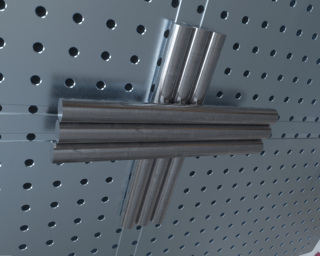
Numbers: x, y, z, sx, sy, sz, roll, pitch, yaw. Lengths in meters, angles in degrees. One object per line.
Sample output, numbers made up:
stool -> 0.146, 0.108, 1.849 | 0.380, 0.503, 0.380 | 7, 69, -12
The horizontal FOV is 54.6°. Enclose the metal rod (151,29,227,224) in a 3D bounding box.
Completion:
metal rod -> 0.031, 0.015, 0.437 | 0.025, 0.025, 0.298 | 2, 118, -29

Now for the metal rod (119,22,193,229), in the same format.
metal rod -> -0.013, 0.014, 0.412 | 0.025, 0.025, 0.298 | 2, 118, -29

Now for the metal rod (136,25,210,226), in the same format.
metal rod -> 0.009, 0.014, 0.424 | 0.025, 0.025, 0.298 | 2, 118, -29

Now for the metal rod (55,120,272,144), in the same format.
metal rod -> 0.026, 0.004, 0.395 | 0.302, 0.025, 0.025 | 0, 118, -29

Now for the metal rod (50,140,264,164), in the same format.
metal rod -> 0.017, 0.026, 0.404 | 0.302, 0.025, 0.025 | 0, 118, -29

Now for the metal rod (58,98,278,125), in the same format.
metal rod -> 0.032, -0.017, 0.385 | 0.302, 0.025, 0.025 | 0, 118, -29
